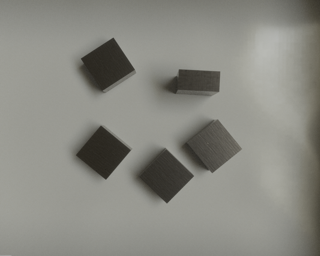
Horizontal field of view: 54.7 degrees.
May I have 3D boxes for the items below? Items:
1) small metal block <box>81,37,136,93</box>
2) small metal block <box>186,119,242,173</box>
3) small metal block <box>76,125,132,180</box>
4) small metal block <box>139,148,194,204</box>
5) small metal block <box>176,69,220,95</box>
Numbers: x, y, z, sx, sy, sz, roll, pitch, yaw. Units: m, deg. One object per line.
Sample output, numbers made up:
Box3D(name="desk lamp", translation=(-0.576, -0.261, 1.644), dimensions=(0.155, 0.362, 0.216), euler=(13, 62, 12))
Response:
Box3D(name="small metal block", translation=(-0.067, -0.082, 0.411), dimensions=(0.050, 0.025, 0.050), euler=(-33, 90, 0))
Box3D(name="small metal block", translation=(0.071, 0.024, 0.412), dimensions=(0.050, 0.025, 0.050), euler=(-39, 91, 0))
Box3D(name="small metal block", translation=(-0.073, 0.032, 0.411), dimensions=(0.050, 0.025, 0.050), euler=(40, 90, -1))
Box3D(name="small metal block", translation=(0.009, 0.062, 0.412), dimensions=(0.050, 0.025, 0.050), euler=(44, 90, -1))
Box3D(name="small metal block", translation=(0.047, -0.058, 0.400), dimensions=(0.050, 0.050, 0.025), euler=(3, 90, -1))
